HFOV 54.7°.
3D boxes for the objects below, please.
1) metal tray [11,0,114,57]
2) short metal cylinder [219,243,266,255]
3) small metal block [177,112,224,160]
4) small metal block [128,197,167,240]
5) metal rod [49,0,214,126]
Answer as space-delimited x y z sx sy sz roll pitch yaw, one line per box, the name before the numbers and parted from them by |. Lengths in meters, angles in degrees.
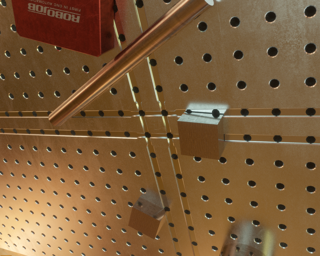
metal tray | -0.120 -0.147 0.379 0.130 0.030 0.089 18 126 17
short metal cylinder | 0.124 0.222 0.467 0.080 0.050 0.079 13 124 20
small metal block | 0.052 0.009 0.389 0.050 0.025 0.050 6 121 25
small metal block | -0.021 0.150 0.513 0.050 0.025 0.050 24 127 13
metal rod | -0.059 -0.073 0.395 0.299 0.025 0.025 -29 102 37
